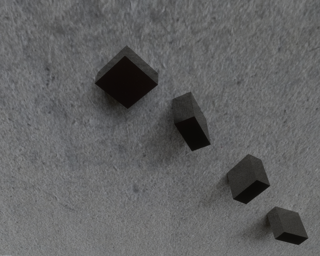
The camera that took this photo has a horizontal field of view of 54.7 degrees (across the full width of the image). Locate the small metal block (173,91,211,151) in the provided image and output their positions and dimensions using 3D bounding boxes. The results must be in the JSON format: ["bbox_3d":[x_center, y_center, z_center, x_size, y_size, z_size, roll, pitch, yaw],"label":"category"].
[{"bbox_3d":[0.039,-0.008,0.384,0.025,0.050,0.050,-22,127,17],"label":"small metal block"}]

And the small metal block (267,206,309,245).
[{"bbox_3d":[0.221,0.170,0.539,0.050,0.050,0.025,18,128,-16],"label":"small metal block"}]

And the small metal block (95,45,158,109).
[{"bbox_3d":[-0.038,-0.057,0.358,0.050,0.025,0.050,-36,122,26],"label":"small metal block"}]

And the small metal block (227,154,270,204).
[{"bbox_3d":[0.129,0.075,0.457,0.025,0.050,0.050,25,126,-20],"label":"small metal block"}]
